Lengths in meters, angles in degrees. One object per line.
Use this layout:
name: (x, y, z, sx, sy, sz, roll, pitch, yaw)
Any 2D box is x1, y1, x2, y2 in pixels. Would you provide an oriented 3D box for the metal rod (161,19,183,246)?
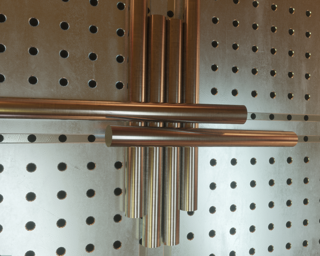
metal rod: (0.016, 0.005, 0.419, 0.025, 0.025, 0.298, 1, 90, -20)

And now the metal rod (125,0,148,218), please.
metal rod: (-0.030, -0.037, 0.400, 0.025, 0.025, 0.298, 1, 90, -20)

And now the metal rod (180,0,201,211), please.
metal rod: (0.041, -0.038, 0.427, 0.025, 0.025, 0.298, 1, 90, -20)

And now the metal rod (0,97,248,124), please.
metal rod: (-0.040, -0.020, 0.373, 0.302, 0.025, 0.025, 1, 90, -11)

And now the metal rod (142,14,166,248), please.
metal rod: (-0.008, 0.004, 0.408, 0.025, 0.025, 0.298, 1, 90, -20)

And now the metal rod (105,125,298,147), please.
metal rod: (0.075, 0.013, 0.418, 0.302, 0.025, 0.025, 2, 90, -29)
